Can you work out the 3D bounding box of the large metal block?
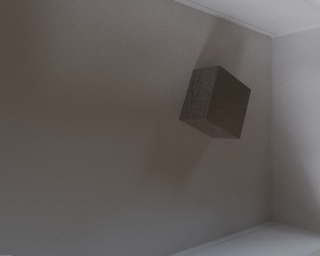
[{"bbox_3d":[0.083,-0.035,0.459,0.080,0.050,0.080,26,74,-37],"label":"large metal block"}]
